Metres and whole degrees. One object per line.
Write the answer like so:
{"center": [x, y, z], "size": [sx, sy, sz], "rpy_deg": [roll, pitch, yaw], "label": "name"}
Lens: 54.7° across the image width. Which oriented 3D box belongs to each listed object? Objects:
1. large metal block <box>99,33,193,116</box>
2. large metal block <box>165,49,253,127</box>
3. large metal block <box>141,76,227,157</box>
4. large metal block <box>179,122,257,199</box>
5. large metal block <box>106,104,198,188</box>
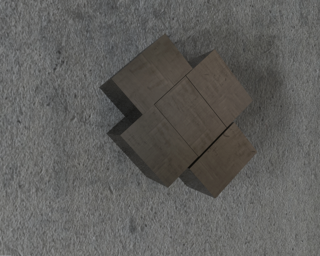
{"center": [-0.020, -0.060, 0.375], "size": [0.080, 0.080, 0.050], "rpy_deg": [-44, 104, -15], "label": "large metal block"}
{"center": [0.058, -0.047, 0.404], "size": [0.050, 0.080, 0.080], "rpy_deg": [-44, 104, -15], "label": "large metal block"}
{"center": [0.023, -0.013, 0.391], "size": [0.050, 0.080, 0.080], "rpy_deg": [-44, 104, -15], "label": "large metal block"}
{"center": [0.064, 0.038, 0.406], "size": [0.080, 0.080, 0.050], "rpy_deg": [-44, 104, -15], "label": "large metal block"}
{"center": [-0.013, 0.020, 0.378], "size": [0.050, 0.080, 0.080], "rpy_deg": [-44, 104, -15], "label": "large metal block"}
